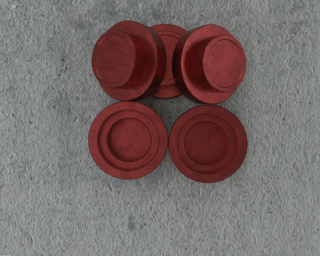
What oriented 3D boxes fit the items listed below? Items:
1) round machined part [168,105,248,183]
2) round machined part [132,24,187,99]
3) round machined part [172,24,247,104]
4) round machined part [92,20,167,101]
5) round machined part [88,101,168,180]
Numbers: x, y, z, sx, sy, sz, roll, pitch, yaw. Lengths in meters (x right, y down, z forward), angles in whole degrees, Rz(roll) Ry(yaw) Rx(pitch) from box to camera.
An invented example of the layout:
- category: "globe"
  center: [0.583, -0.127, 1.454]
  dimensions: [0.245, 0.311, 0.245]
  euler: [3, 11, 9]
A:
- category: "round machined part"
  center: [0.059, 0.020, 0.403]
  dimensions: [0.099, 0.042, 0.097]
  euler: [0, 90, -1]
- category: "round machined part"
  center: [0.007, -0.087, 0.402]
  dimensions: [0.099, 0.042, 0.097]
  euler: [0, 90, -1]
- category: "round machined part"
  center: [0.067, -0.078, 0.382]
  dimensions: [0.099, 0.042, 0.097]
  euler: [-4, 97, -31]
- category: "round machined part"
  center: [-0.044, -0.082, 0.378]
  dimensions: [0.098, 0.042, 0.097]
  euler: [2, 95, 33]
- category: "round machined part"
  center: [-0.039, 0.015, 0.402]
  dimensions: [0.099, 0.042, 0.097]
  euler: [0, 90, -1]
